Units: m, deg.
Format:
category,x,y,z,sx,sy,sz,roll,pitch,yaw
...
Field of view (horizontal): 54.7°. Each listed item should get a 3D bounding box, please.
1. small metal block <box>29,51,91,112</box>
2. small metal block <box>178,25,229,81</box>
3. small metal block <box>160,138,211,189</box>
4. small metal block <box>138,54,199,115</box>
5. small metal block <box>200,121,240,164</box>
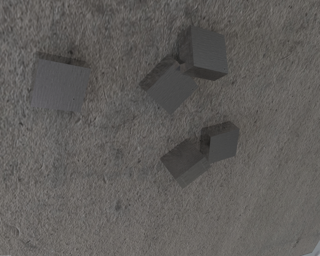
category,x,y,z,sx,sy,sz,roll,pitch,yaw
small metal block,-0.104,-0.047,0.321,0.050,0.025,0.050,6,116,-31
small metal block,0.051,-0.087,0.363,0.050,0.025,0.050,5,75,-31
small metal block,0.035,0.050,0.441,0.050,0.050,0.025,-37,129,-4
small metal block,0.011,-0.052,0.380,0.050,0.025,0.050,-46,129,4
small metal block,0.090,0.022,0.469,0.050,0.025,0.050,-14,124,-21
